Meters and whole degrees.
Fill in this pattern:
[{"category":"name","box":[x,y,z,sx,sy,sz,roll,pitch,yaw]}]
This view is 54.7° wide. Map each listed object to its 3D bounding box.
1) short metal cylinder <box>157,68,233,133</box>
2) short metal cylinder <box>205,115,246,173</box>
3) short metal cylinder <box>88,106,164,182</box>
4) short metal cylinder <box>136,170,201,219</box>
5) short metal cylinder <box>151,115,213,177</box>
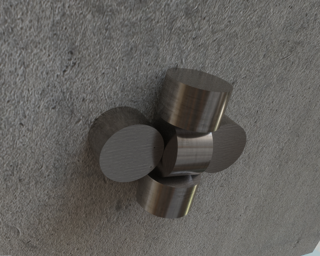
[{"category":"short metal cylinder","box":[0.041,-0.036,0.373,0.081,0.080,0.050,0,119,-28]},{"category":"short metal cylinder","box":[0.075,0.017,0.443,0.081,0.050,0.079,-14,125,-21]},{"category":"short metal cylinder","box":[-0.042,0.019,0.381,0.081,0.050,0.079,-14,124,-22]},{"category":"short metal cylinder","box":[0.011,0.078,0.428,0.081,0.080,0.050,0,118,-28]},{"category":"short metal cylinder","box":[0.023,0.022,0.399,0.050,0.080,0.079,0,118,-29]}]
